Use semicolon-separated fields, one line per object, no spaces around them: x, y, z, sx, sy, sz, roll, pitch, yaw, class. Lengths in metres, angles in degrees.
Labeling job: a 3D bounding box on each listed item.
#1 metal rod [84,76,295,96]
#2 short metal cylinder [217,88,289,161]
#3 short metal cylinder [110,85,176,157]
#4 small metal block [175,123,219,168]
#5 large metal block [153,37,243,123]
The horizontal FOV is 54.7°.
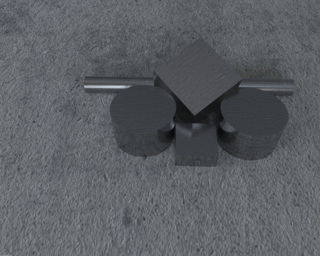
0.042;-0.062;0.456;0.302;0.025;0.025;1;50;0;metal rod
0.114;-0.005;0.393;0.081;0.050;0.080;0;50;0;short metal cylinder
-0.021;-0.010;0.395;0.081;0.050;0.080;0;50;0;short metal cylinder
0.044;0.021;0.388;0.050;0.025;0.050;2;50;1;small metal block
0.048;-0.060;0.416;0.080;0.050;0.080;-37;75;-12;large metal block
